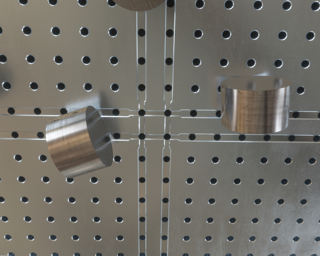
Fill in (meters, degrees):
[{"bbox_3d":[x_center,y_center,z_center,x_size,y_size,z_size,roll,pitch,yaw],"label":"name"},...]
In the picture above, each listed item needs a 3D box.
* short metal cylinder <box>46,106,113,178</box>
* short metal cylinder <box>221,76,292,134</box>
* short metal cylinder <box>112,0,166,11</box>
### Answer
[{"bbox_3d":[-0.098,0.018,0.389,0.050,0.080,0.080,-18,109,6],"label":"short metal cylinder"},{"bbox_3d":[0.114,-0.031,0.374,0.081,0.080,0.050,-4,110,1],"label":"short metal cylinder"},{"bbox_3d":[-0.022,-0.169,0.337,0.081,0.050,0.079,0,110,-1],"label":"short metal cylinder"}]
